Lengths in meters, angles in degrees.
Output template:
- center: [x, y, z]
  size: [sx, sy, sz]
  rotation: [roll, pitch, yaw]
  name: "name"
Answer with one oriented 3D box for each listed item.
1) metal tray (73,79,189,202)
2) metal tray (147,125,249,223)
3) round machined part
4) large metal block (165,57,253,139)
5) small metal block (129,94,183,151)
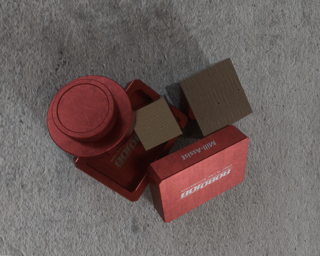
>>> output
- center: [-0.035, 0.015, 0.394]
  size: [0.090, 0.030, 0.130]
  rotation: [37, 78, -17]
  name: "metal tray"
- center: [0.052, 0.060, 0.402]
  size: [0.131, 0.030, 0.089]
  rotation: [-24, 134, -18]
  name: "metal tray"
- center: [-0.080, -0.016, 0.349]
  size: [0.099, 0.042, 0.098]
  rotation: [-1, 73, 5]
  name: "round machined part"
- center: [0.066, -0.039, 0.421]
  size: [0.080, 0.050, 0.080]
  rotation: [-28, 100, -18]
  name: "large metal block"
- center: [-0.006, -0.007, 0.384]
  size: [0.050, 0.025, 0.050]
  rotation: [-26, 102, 10]
  name: "small metal block"
